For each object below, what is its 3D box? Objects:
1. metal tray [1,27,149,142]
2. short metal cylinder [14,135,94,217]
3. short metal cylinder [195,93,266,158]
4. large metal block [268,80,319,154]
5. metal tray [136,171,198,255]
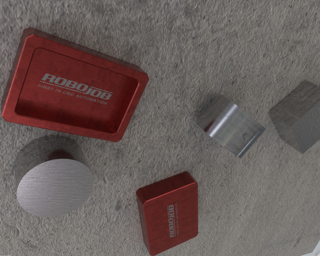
[{"bbox_3d":[-0.087,-0.040,0.331,0.131,0.030,0.089,14,111,-34],"label":"metal tray"},{"bbox_3d":[-0.123,0.055,0.358,0.081,0.050,0.079,-14,124,-21],"label":"short metal cylinder"},{"bbox_3d":[0.095,-0.003,0.421,0.080,0.080,0.050,31,101,-38],"label":"short metal cylinder"},{"bbox_3d":[0.236,-0.017,0.509,0.080,0.050,0.080,-41,130,0],"label":"large metal block"},{"bbox_3d":[0.015,0.139,0.498,0.091,0.030,0.129,-18,126,-18],"label":"metal tray"}]
